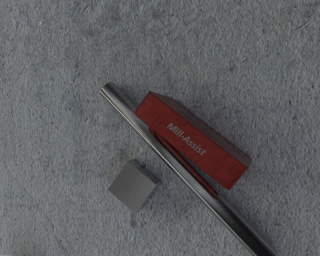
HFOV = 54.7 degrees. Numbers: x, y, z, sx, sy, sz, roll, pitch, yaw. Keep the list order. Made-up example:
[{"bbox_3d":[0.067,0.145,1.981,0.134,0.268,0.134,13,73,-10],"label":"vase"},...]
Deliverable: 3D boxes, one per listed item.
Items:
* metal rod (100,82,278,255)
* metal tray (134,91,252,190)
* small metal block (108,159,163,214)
[{"bbox_3d":[0.027,0.049,0.398,0.300,0.025,0.025,46,104,14],"label":"metal rod"},{"bbox_3d":[0.042,0.011,0.359,0.130,0.090,0.030,39,102,15],"label":"metal tray"},{"bbox_3d":[-0.034,0.078,0.420,0.050,0.025,0.050,38,102,15],"label":"small metal block"}]
